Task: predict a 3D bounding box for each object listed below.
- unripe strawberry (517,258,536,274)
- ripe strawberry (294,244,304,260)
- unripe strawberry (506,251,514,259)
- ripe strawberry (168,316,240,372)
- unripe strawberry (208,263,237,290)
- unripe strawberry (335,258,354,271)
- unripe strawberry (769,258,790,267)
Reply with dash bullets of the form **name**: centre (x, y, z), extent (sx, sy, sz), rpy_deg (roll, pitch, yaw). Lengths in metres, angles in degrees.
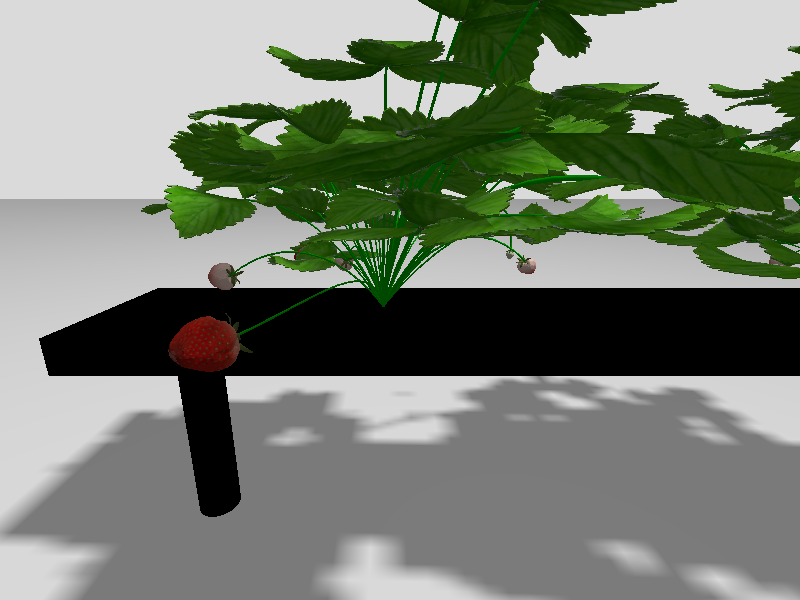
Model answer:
- **unripe strawberry**: centre (0.157, -0.041, 0.492), extent (0.023, 0.020, 0.023), rpy_deg (19, -17, 49)
- **ripe strawberry**: centre (-0.122, -0.058, 0.521), extent (0.032, 0.037, 0.035), rpy_deg (-10, 18, -31)
- **unripe strawberry**: centre (0.152, -0.062, 0.551), extent (0.010, 0.011, 0.011), rpy_deg (13, 21, 38)
- **ripe strawberry**: centre (-0.113, 0.027, 0.230), extent (0.037, 0.033, 0.034), rpy_deg (11, 20, 34)
- **unripe strawberry**: centre (-0.189, -0.024, 0.423), extent (0.030, 0.029, 0.028), rpy_deg (-1, 14, 21)
- **unripe strawberry**: centre (-0.073, -0.050, 0.519), extent (0.024, 0.026, 0.027), rpy_deg (-6, 3, -19)
- **unripe strawberry**: centre (0.493, -0.049, 0.519), extent (0.024, 0.021, 0.024), rpy_deg (6, -8, 19)
